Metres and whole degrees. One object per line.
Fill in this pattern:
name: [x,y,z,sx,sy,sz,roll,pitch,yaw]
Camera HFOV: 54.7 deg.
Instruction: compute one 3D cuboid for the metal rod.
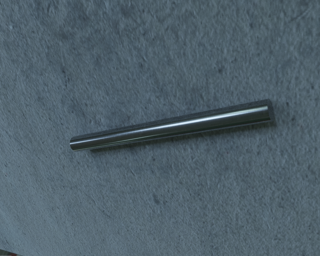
metal rod: [-0.007,0.003,0.410,0.300,0.025,0.025,-10,114,32]
